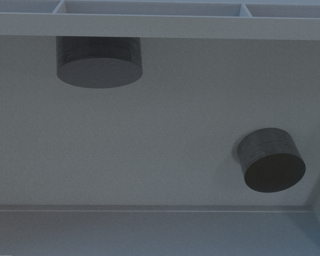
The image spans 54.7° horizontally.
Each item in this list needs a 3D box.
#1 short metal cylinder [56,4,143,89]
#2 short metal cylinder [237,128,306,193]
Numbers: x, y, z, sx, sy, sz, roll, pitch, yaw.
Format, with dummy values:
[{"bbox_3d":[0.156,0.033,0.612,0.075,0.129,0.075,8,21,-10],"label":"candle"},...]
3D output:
[{"bbox_3d":[-0.059,-0.075,0.302,0.081,0.050,0.080,-5,169,-1],"label":"short metal cylinder"},{"bbox_3d":[0.154,0.046,0.434,0.081,0.050,0.079,0,130,0],"label":"short metal cylinder"}]
